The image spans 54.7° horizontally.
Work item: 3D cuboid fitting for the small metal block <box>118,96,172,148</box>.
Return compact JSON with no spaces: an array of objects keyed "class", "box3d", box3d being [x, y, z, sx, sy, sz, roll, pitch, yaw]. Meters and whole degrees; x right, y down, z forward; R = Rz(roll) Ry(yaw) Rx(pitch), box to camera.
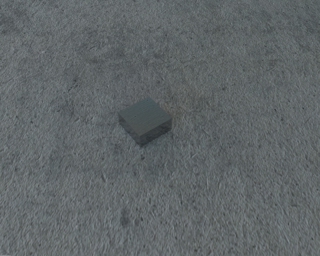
[{"class":"small metal block","box3d":[-0.020,-0.009,0.412,0.050,0.025,0.050,-30,56,-23]}]
